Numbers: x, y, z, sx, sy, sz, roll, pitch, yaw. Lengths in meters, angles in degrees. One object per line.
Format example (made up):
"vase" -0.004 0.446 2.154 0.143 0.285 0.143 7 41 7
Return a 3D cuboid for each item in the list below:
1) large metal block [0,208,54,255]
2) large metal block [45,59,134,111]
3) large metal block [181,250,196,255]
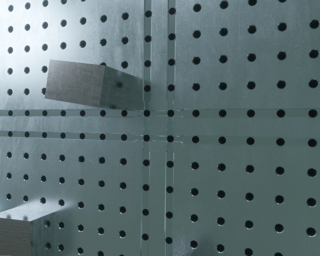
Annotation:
"large metal block" -0.212 0.172 0.475 0.080 0.050 0.080 -1 90 20
"large metal block" -0.092 -0.056 0.416 0.080 0.080 0.050 10 94 20
"large metal block" 0.029 0.209 0.373 0.050 0.080 0.080 -31 80 17
